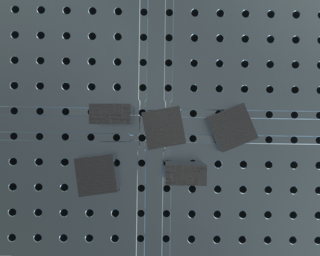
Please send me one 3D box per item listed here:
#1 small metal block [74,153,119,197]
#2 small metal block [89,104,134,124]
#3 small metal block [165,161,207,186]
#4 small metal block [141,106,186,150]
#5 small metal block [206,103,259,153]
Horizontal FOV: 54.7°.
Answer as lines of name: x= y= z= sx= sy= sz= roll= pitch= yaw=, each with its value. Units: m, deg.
small metal block: x=-0.083 y=0.061 z=0.412 sx=0.050 sy=0.025 sz=0.050 roll=-7 pitch=90 yaw=-1
small metal block: x=-0.061 y=-0.017 z=0.400 sx=0.050 sy=0.050 sz=0.025 roll=0 pitch=90 yaw=-1
small metal block: x=0.032 y=0.058 z=0.401 sx=0.050 sy=0.050 sz=0.025 roll=1 pitch=90 yaw=-1
small metal block: x=0.005 y=0.000 z=0.413 sx=0.050 sy=0.025 sz=0.050 roll=-10 pitch=90 yaw=-1
small metal block: x=0.095 y=-0.001 z=0.415 sx=0.050 sy=0.025 sz=0.050 roll=-23 pitch=90 yaw=-1
